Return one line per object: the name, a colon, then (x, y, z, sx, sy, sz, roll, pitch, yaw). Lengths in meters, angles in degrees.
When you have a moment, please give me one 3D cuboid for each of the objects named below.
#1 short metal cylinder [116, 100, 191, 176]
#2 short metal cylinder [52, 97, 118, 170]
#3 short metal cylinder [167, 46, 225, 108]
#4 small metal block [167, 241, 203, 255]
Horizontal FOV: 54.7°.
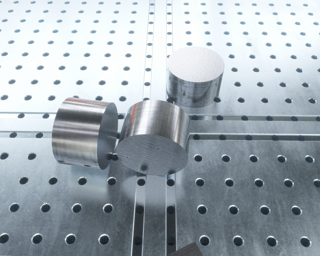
short metal cylinder: (-0.006, 0.013, 0.361, 0.080, 0.080, 0.050, 5, 50, 4)
short metal cylinder: (-0.085, 0.006, 0.366, 0.050, 0.080, 0.080, 8, 51, 6)
short metal cylinder: (0.051, -0.075, 0.455, 0.081, 0.050, 0.080, 0, 50, 0)
small metal block: (0.022, 0.143, 0.287, 0.050, 0.025, 0.050, -20, 53, -16)
